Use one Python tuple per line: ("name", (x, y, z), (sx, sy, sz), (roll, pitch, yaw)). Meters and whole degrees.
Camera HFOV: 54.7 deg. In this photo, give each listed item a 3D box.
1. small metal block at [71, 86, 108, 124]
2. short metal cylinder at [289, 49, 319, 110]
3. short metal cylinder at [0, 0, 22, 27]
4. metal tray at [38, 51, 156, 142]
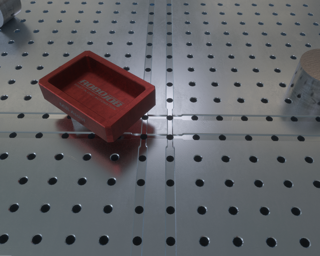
("small metal block", (-0.095, -0.032, 0.434), (0.050, 0.025, 0.050), (0, 50, -1))
("short metal cylinder", (0.239, -0.071, 0.453), (0.081, 0.050, 0.080), (0, 50, 0))
("short metal cylinder", (-0.304, -0.230, 0.563), (0.080, 0.080, 0.050), (17, 52, 13))
("metal tray", (-0.082, -0.047, 0.410), (0.130, 0.030, 0.090), (31, 56, 23))
